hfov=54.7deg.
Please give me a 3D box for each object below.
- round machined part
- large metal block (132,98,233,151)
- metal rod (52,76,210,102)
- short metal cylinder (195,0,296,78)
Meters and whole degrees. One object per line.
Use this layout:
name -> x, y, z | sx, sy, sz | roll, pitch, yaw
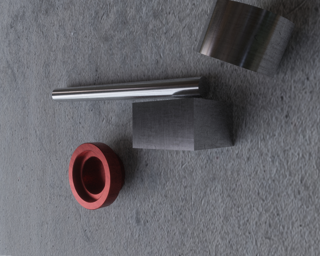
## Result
round machined part -> -0.091, 0.070, 0.466 | 0.098, 0.042, 0.097 | 0, 90, 39
large metal block -> 0.026, -0.003, 0.346 | 0.080, 0.081, 0.050 | -1, 90, 39
metal rod -> -0.065, -0.053, 0.455 | 0.300, 0.025, 0.025 | 3, 92, 39
short metal cylinder -> 0.081, -0.086, 0.301 | 0.080, 0.081, 0.050 | 30, 109, 35
